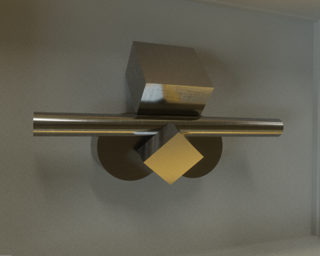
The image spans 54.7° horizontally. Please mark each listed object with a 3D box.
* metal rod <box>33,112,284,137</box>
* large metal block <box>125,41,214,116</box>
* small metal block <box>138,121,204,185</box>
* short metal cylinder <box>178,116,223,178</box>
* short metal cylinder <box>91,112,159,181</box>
[{"bbox_3d":[0.015,-0.002,0.363,0.303,0.025,0.025,1,90,-21],"label":"metal rod"},{"bbox_3d":[0.008,-0.058,0.378,0.081,0.050,0.080,1,47,-20],"label":"large metal block"},{"bbox_3d":[0.012,0.029,0.350,0.050,0.025,0.050,-41,124,6],"label":"small metal block"},{"bbox_3d":[0.035,0.023,0.410,0.081,0.050,0.079,0,90,-21],"label":"short metal cylinder"},{"bbox_3d":[-0.041,0.021,0.382,0.081,0.050,0.079,0,90,-21],"label":"short metal cylinder"}]
